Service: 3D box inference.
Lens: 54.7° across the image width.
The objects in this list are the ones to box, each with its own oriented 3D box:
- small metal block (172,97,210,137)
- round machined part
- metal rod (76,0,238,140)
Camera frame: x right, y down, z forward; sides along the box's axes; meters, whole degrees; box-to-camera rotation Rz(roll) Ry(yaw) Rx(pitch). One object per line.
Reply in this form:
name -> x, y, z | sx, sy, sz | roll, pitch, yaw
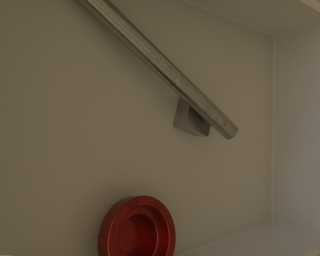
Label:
small metal block -> 0.050, -0.019, 0.451 | 0.050, 0.025, 0.050 | 22, 76, -38
round machined part -> -0.031, 0.130, 0.364 | 0.099, 0.042, 0.098 | 13, 70, -40
metal rod -> 0.000, -0.080, 0.386 | 0.301, 0.025, 0.025 | 40, 66, -26
